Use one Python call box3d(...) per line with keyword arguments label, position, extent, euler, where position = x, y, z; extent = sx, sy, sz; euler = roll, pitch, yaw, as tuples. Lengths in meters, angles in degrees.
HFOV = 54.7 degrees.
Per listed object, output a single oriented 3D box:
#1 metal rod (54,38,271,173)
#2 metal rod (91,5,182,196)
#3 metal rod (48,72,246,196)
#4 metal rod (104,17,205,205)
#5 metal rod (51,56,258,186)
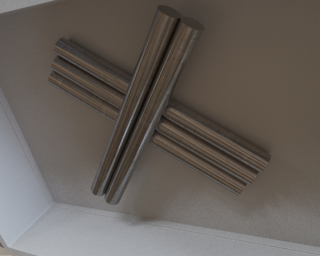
box3d(label="metal rod", position=(-0.003, -0.033, 0.388), extent=(0.301, 0.025, 0.025), euler=(30, 128, 8))
box3d(label="metal rod", position=(-0.043, -0.008, 0.392), extent=(0.025, 0.025, 0.298), euler=(32, 129, 7))
box3d(label="metal rod", position=(-0.022, 0.002, 0.419), extent=(0.301, 0.025, 0.025), euler=(30, 128, 8))
box3d(label="metal rod", position=(-0.021, 0.004, 0.389), extent=(0.025, 0.025, 0.298), euler=(32, 129, 7))
box3d(label="metal rod", position=(-0.012, -0.015, 0.404), extent=(0.301, 0.025, 0.025), euler=(30, 128, 8))
